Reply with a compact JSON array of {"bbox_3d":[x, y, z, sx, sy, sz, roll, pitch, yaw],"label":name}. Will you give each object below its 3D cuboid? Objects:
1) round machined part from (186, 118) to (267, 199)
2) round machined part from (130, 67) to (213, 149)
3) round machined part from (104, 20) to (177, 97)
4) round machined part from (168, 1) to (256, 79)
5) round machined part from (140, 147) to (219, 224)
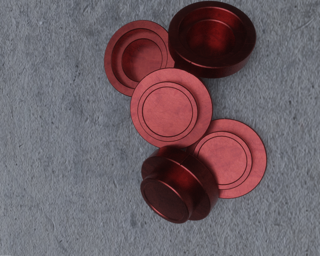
[{"bbox_3d":[0.077,0.037,0.373,0.098,0.042,0.097,0,90,19],"label":"round machined part"},{"bbox_3d":[0.012,-0.021,0.361,0.098,0.042,0.097,2,101,11],"label":"round machined part"},{"bbox_3d":[-0.020,-0.087,0.407,0.098,0.042,0.097,0,90,19],"label":"round machined part"},{"bbox_3d":[0.059,-0.098,0.365,0.099,0.042,0.098,0,65,0],"label":"round machined part"},{"bbox_3d":[0.016,0.074,0.368,0.098,0.042,0.097,24,136,26],"label":"round machined part"}]
